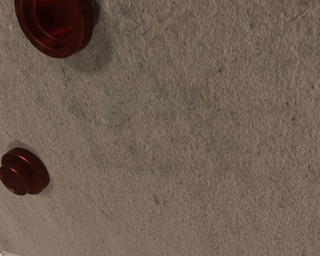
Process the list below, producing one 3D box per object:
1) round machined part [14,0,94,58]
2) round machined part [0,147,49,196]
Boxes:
[{"bbox_3d":[-0.121,-0.137,0.373,0.098,0.042,0.097,13,124,20],"label":"round machined part"},{"bbox_3d":[-0.263,0.089,0.586,0.098,0.042,0.097,13,124,20],"label":"round machined part"}]
